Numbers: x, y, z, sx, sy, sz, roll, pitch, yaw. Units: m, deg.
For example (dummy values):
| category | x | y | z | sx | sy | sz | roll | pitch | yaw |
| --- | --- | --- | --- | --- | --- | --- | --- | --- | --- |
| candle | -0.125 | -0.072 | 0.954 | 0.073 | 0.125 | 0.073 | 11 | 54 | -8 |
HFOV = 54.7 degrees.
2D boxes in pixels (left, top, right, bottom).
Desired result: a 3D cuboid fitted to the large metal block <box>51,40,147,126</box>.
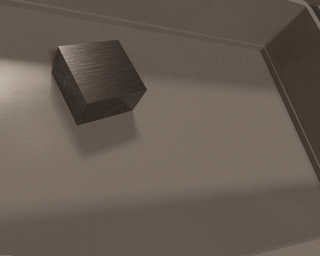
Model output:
| category | x | y | z | sx | sy | sz | roll | pitch | yaw |
| --- | --- | --- | --- | --- | --- | --- | --- | --- | --- |
| large metal block | -0.076 | -0.058 | 0.385 | 0.081 | 0.050 | 0.080 | -19 | 72 | -35 |

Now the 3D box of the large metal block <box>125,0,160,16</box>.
| category | x | y | z | sx | sy | sz | roll | pitch | yaw |
| --- | --- | --- | --- | --- | --- | --- | --- | --- | --- |
| large metal block | -0.030 | -0.254 | 0.532 | 0.080 | 0.050 | 0.080 | 34 | 51 | -6 |
